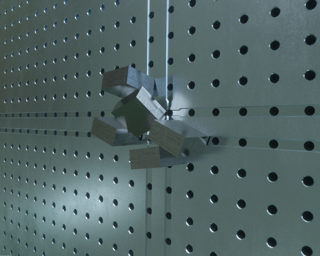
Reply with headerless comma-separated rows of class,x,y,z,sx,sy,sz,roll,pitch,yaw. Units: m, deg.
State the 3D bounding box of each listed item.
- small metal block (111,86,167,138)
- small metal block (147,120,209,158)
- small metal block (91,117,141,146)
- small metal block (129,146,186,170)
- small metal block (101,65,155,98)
small metal block,-0.028,-0.021,0.415,0.050,0.025,0.050,-27,117,36
small metal block,0.022,0.011,0.376,0.050,0.050,0.025,30,109,36
small metal block,-0.062,0.004,0.446,0.050,0.050,0.025,26,107,37
small metal block,-0.003,0.037,0.396,0.050,0.050,0.025,-10,84,40
small metal block,-0.044,-0.060,0.428,0.050,0.050,0.025,-6,73,40
